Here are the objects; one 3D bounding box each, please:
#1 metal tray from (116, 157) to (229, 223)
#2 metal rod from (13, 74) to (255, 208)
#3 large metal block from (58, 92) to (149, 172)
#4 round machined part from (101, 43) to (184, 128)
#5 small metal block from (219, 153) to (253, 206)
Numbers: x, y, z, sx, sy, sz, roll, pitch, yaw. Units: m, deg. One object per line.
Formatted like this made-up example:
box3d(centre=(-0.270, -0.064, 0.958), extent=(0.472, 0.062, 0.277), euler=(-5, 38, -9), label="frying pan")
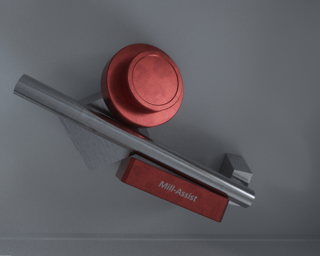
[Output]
box3d(centre=(0.011, 0.076, 0.400), extent=(0.131, 0.090, 0.030), euler=(25, 81, -10), label="metal tray")
box3d(centre=(-0.020, 0.021, 0.362), extent=(0.301, 0.025, 0.025), euler=(27, 108, -10), label="metal rod")
box3d(centre=(-0.067, -0.002, 0.394), extent=(0.080, 0.050, 0.080), euler=(-21, 109, 7), label="large metal block")
box3d(centre=(-0.014, -0.050, 0.354), extent=(0.099, 0.042, 0.097), euler=(4, 82, -28), label="round machined part")
box3d(centre=(0.099, 0.069, 0.423), extent=(0.025, 0.050, 0.050), euler=(14, 110, -5), label="small metal block")
